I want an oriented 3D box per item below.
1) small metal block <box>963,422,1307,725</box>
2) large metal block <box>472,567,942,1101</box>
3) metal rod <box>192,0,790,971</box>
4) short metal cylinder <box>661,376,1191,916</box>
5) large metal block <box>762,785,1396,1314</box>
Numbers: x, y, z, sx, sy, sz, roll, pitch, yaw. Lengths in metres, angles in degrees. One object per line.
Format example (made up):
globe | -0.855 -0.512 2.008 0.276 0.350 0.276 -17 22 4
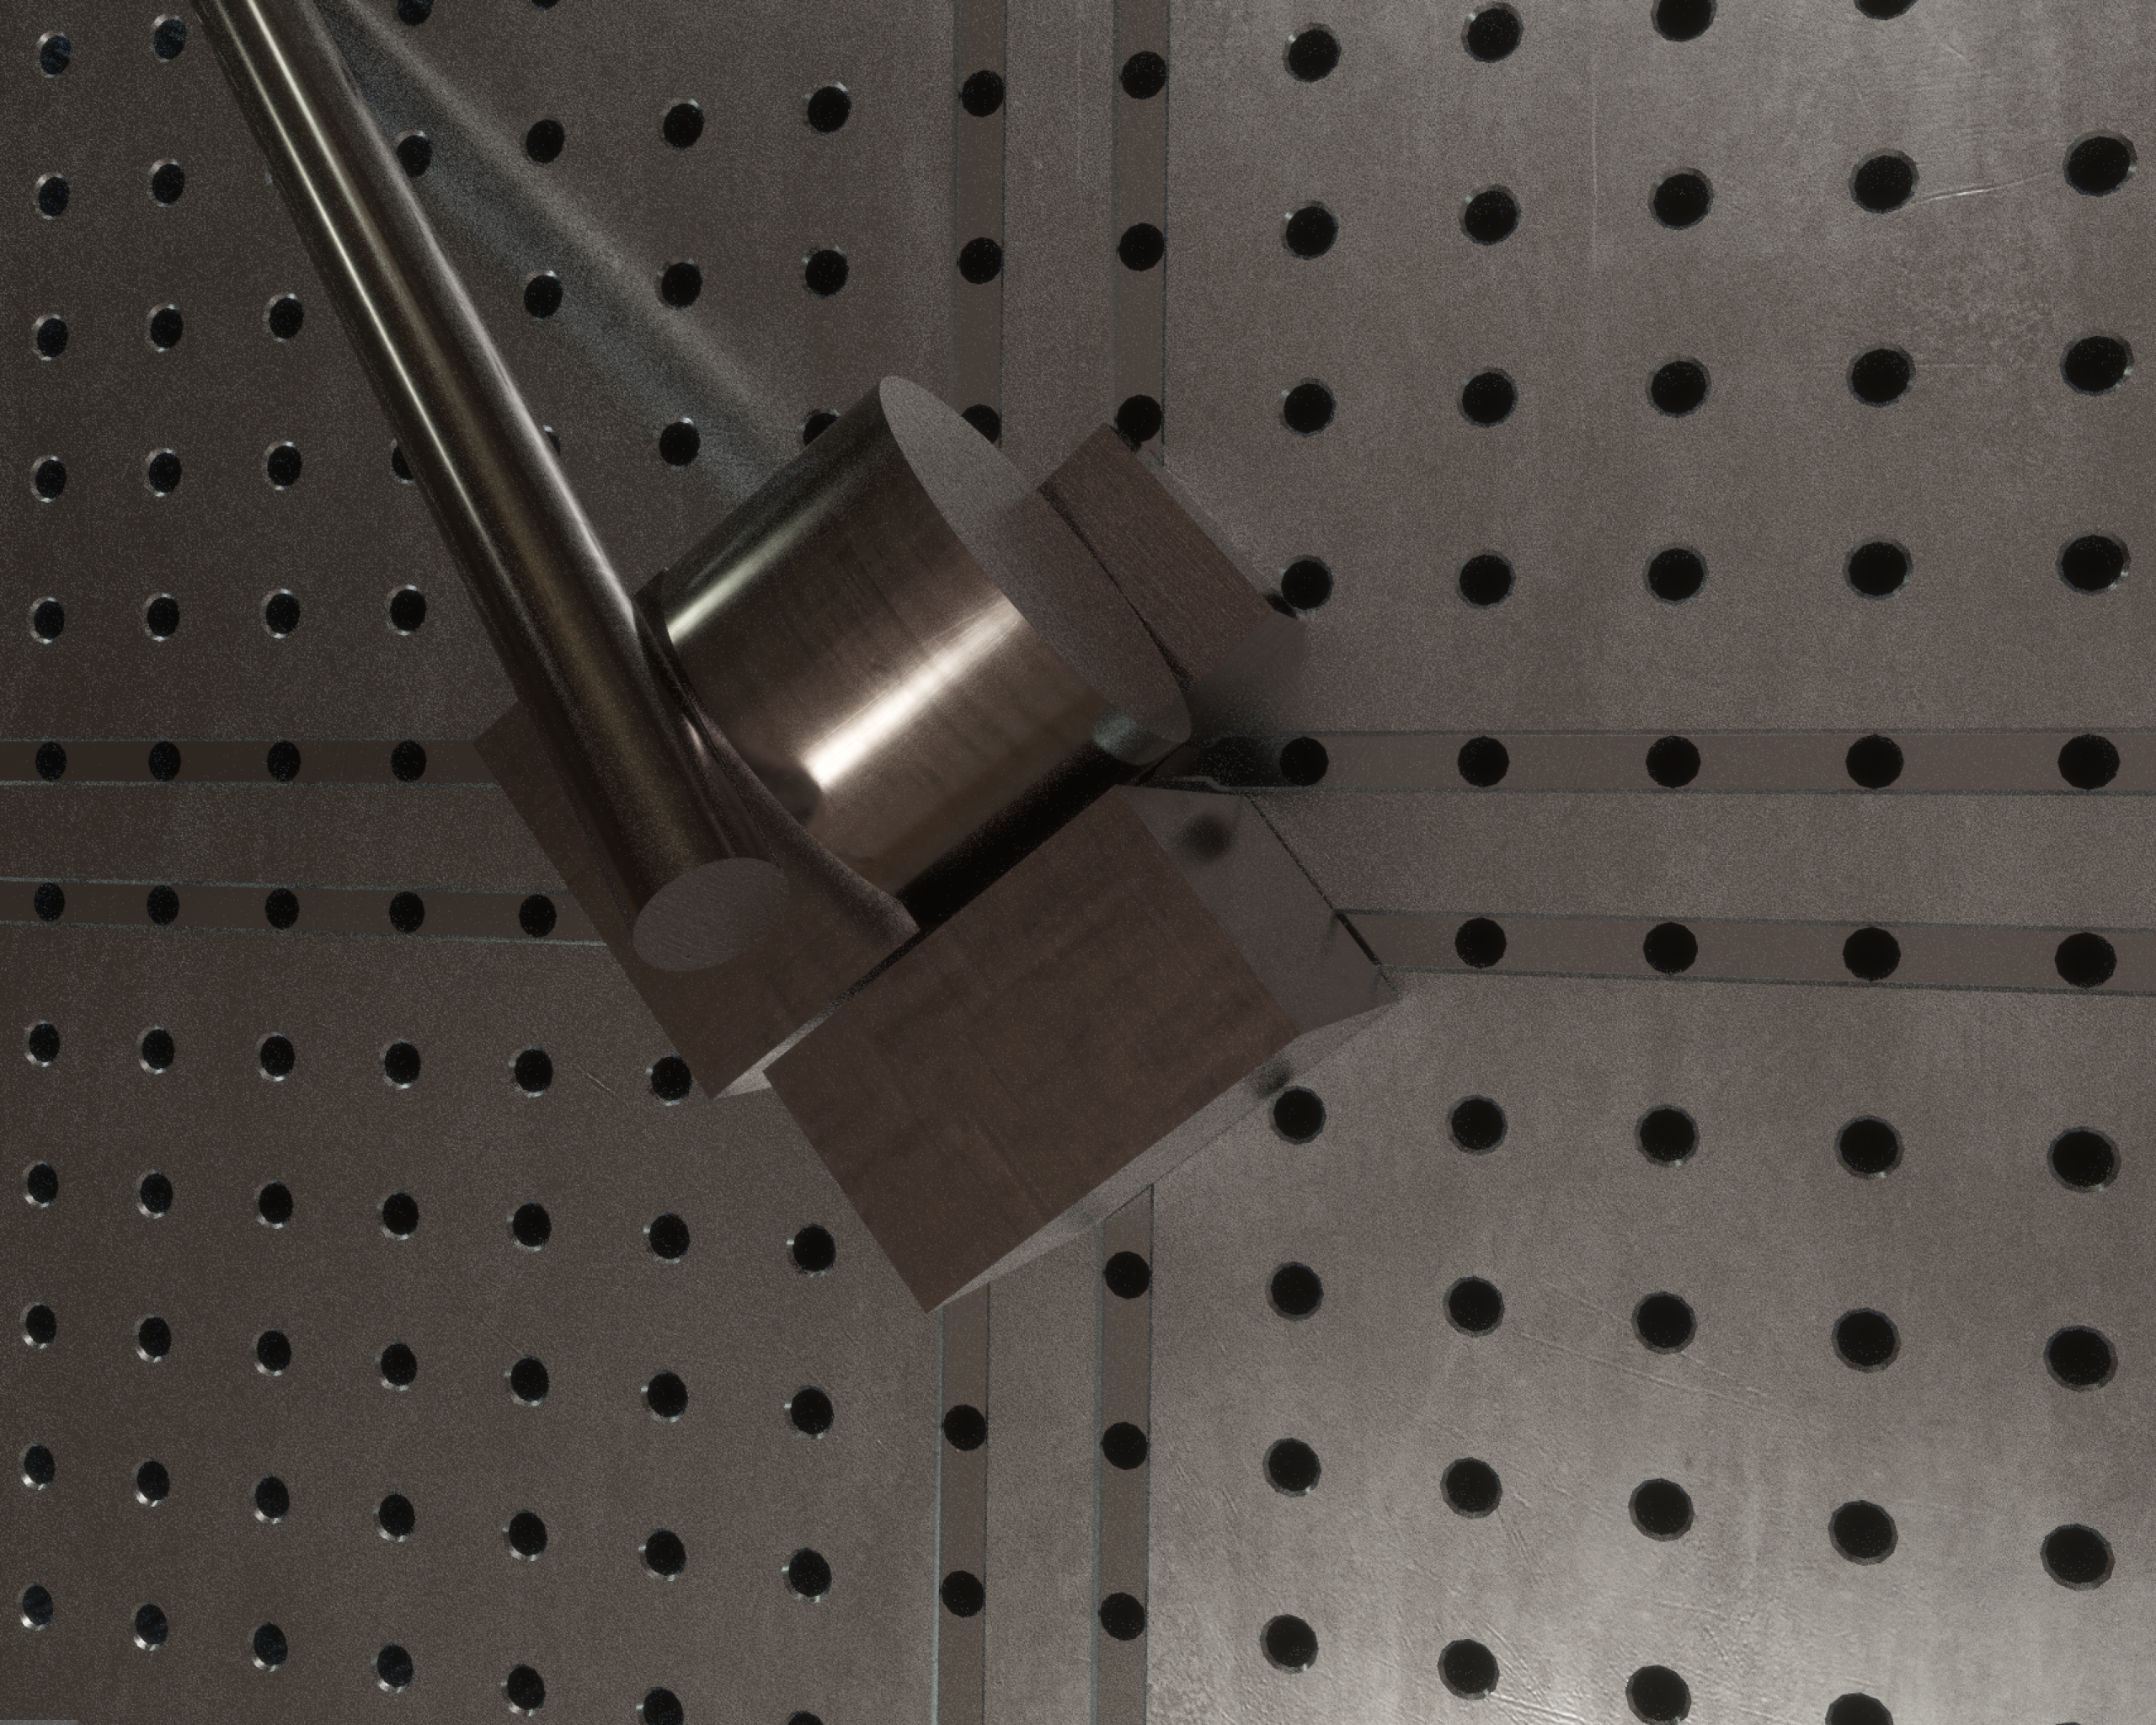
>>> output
small metal block | 0.007 -0.049 0.410 0.050 0.025 0.050 -43 77 14
large metal block | -0.055 -0.005 0.402 0.050 0.080 0.080 -39 78 16
metal rod | -0.124 -0.097 0.399 0.025 0.025 0.300 -43 56 15
short metal cylinder | -0.025 -0.037 0.364 0.050 0.080 0.080 -38 78 16
large metal block | 0.004 0.031 0.379 0.080 0.080 0.050 -39 78 15
